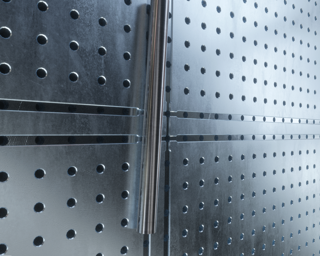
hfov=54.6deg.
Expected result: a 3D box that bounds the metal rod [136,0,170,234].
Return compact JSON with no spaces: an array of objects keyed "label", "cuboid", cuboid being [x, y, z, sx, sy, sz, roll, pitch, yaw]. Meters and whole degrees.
[{"label":"metal rod","cuboid":[-0.009,-0.018,0.400,0.025,0.025,0.299,6,86,-40]}]
